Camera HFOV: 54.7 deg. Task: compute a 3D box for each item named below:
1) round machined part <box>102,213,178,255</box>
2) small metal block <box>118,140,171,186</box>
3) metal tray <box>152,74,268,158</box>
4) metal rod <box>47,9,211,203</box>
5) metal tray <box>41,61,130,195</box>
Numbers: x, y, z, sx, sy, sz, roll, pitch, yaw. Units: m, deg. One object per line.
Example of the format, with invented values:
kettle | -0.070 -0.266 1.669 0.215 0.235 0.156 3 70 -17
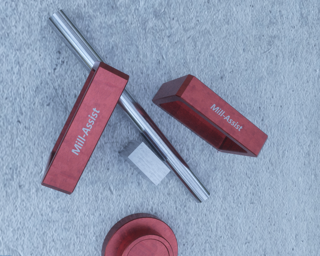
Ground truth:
round machined part | -0.022 0.162 0.393 0.099 0.042 0.097 0 90 -21
small metal block | -0.021 0.042 0.389 0.025 0.050 0.050 -46 105 -14
metal tray | 0.061 -0.012 0.398 0.130 0.090 0.030 36 79 -17
metal rod | -0.031 -0.018 0.398 0.025 0.025 0.300 -42 104 -15
metal tray | -0.081 -0.006 0.330 0.030 0.090 0.129 26 95 -19
